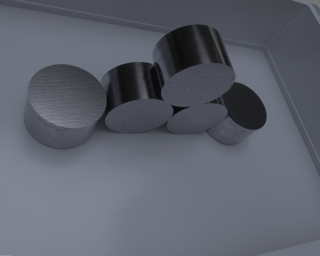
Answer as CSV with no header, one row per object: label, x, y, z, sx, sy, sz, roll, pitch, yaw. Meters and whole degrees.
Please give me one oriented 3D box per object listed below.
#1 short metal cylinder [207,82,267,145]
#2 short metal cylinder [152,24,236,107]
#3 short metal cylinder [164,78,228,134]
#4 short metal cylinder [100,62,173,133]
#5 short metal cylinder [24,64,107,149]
short metal cylinder,0.109,-0.021,0.458,0.081,0.050,0.080,14,56,-21
short metal cylinder,0.036,-0.065,0.339,0.081,0.080,0.050,2,61,-28
short metal cylinder,0.043,-0.032,0.411,0.081,0.080,0.050,2,61,-28
short metal cylinder,-0.029,-0.034,0.373,0.081,0.080,0.050,2,61,-28
short metal cylinder,-0.106,-0.023,0.345,0.081,0.050,0.080,14,56,-21
